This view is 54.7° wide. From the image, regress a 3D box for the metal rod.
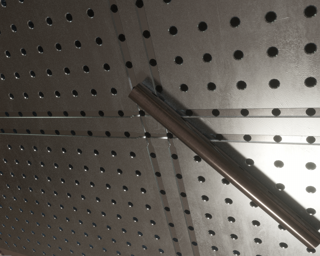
[{"bbox_3d":[0.083,0.047,0.396,0.300,0.025,0.025,40,129,0],"label":"metal rod"}]
